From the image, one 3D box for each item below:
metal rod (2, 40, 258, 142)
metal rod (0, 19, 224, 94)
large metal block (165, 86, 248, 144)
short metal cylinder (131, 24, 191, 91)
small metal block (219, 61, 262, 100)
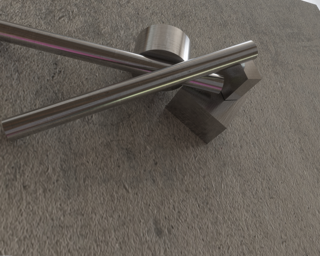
[{"bbox_3d":[-0.021,-0.048,0.357,0.302,0.025,0.025,-20,72,-14],"label":"metal rod"},{"bbox_3d":[-0.066,-0.090,0.389,0.302,0.025,0.025,12,56,-8],"label":"metal rod"},{"bbox_3d":[0.068,-0.038,0.449,0.080,0.050,0.080,41,52,0],"label":"large metal block"},{"bbox_3d":[0.002,-0.096,0.433,0.081,0.080,0.050,19,54,-18],"label":"short metal cylinder"},{"bbox_3d":[0.104,-0.073,0.424,0.025,0.050,0.050,-5,64,-30],"label":"small metal block"}]
